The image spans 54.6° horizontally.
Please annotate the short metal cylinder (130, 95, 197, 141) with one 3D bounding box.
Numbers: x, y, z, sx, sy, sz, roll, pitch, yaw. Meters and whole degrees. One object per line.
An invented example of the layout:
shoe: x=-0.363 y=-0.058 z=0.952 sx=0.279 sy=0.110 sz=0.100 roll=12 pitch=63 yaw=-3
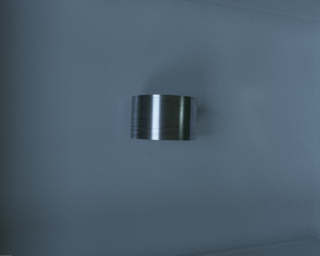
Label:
short metal cylinder: x=0.005 y=-0.011 z=0.380 sx=0.081 sy=0.080 sz=0.050 roll=2 pitch=90 yaw=-20
